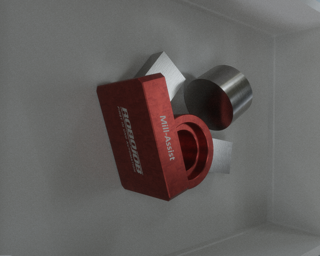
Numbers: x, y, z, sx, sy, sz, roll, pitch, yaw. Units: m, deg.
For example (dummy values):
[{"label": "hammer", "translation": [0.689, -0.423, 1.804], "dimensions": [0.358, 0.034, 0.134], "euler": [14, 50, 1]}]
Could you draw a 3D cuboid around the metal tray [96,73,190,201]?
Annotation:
[{"label": "metal tray", "translation": [-0.021, 0.010, 0.346], "dimensions": [0.030, 0.090, 0.129], "euler": [-22, 104, -38]}]

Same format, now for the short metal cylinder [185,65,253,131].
[{"label": "short metal cylinder", "translation": [0.083, -0.043, 0.440], "dimensions": [0.050, 0.080, 0.080], "euler": [-36, 113, -34]}]

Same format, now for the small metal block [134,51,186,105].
[{"label": "small metal block", "translation": [-0.001, -0.063, 0.406], "dimensions": [0.050, 0.025, 0.050], "euler": [47, 62, -28]}]

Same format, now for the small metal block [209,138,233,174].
[{"label": "small metal block", "translation": [0.084, 0.043, 0.477], "dimensions": [0.050, 0.025, 0.050], "euler": [12, 82, -38]}]

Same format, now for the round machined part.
[{"label": "round machined part", "translation": [0.023, 0.030, 0.413], "dimensions": [0.099, 0.042, 0.097], "euler": [0, 90, -40]}]
